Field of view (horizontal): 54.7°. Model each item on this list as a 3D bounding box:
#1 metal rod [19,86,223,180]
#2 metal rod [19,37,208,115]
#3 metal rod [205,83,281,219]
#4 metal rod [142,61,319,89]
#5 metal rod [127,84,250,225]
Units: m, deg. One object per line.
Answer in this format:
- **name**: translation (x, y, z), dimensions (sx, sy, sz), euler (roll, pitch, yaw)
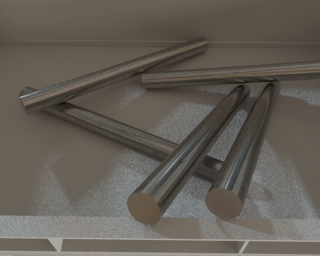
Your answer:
- **metal rod**: translation (-0.057, 0.003, 0.401), dimensions (0.301, 0.025, 0.025), euler (21, 53, 16)
- **metal rod**: translation (-0.049, -0.085, 0.456), dimensions (0.302, 0.025, 0.025), euler (-25, 54, -27)
- **metal rod**: translation (0.105, -0.005, 0.334), dimensions (0.025, 0.025, 0.301), euler (21, 30, 17)
- **metal rod**: translation (0.124, -0.076, 0.438), dimensions (0.301, 0.025, 0.025), euler (-2, 50, 10)
- **metal rod**: translation (0.054, 0.000, 0.328), dimensions (0.025, 0.025, 0.302), euler (22, 29, 18)
